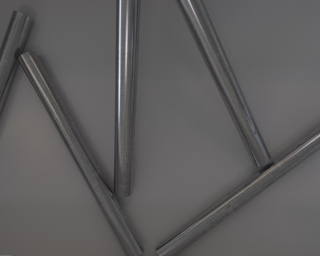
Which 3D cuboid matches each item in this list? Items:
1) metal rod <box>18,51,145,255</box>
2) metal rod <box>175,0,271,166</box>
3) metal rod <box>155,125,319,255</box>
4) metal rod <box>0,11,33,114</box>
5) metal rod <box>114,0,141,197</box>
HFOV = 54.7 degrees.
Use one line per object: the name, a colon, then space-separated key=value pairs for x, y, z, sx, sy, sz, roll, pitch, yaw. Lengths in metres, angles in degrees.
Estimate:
metal rod: x=-0.104 y=0.036 z=0.410 sx=0.025 sy=0.025 sz=0.299 roll=-29 pitch=90 yaw=0
metal rod: x=0.066 y=-0.073 z=0.351 sx=0.025 sy=0.025 sz=0.299 roll=-31 pitch=115 yaw=0
metal rod: x=0.122 y=0.079 z=0.412 sx=0.301 sy=0.025 sz=0.025 roll=-36 pitch=90 yaw=0
metal rod: x=-0.230 y=-0.008 z=0.409 sx=0.025 sy=0.025 sz=0.299 roll=19 pitch=90 yaw=0
metal rod: x=-0.038 y=-0.051 z=0.351 sx=0.025 sy=0.025 sz=0.298 roll=4 pitch=114 yaw=0
